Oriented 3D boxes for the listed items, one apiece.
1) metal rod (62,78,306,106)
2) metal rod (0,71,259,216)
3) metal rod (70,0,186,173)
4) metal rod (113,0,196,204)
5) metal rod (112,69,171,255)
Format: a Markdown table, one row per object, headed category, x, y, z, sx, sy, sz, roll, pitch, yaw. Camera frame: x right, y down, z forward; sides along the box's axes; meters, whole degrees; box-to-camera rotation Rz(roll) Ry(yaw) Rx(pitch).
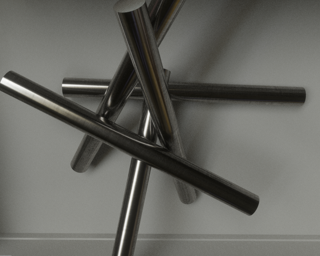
| category | x | y | z | sx | sy | sz | roll | pitch | yaw |
| --- | --- | --- | --- | --- | --- | --- | --- | --- | --- |
| metal rod | 0.031 | -0.046 | 0.394 | 0.302 | 0.025 | 0.025 | 2 | 110 | -2 |
| metal rod | -0.029 | 0.019 | 0.339 | 0.301 | 0.025 | 0.025 | 27 | 108 | -4 |
| metal rod | -0.044 | -0.038 | 0.333 | 0.025 | 0.025 | 0.298 | 28 | 132 | -10 |
| metal rod | 0.009 | 0.003 | 0.342 | 0.025 | 0.025 | 0.299 | -13 | 137 | 4 |
| metal rod | -0.029 | 0.077 | 0.365 | 0.025 | 0.025 | 0.298 | 12 | 89 | -5 |
